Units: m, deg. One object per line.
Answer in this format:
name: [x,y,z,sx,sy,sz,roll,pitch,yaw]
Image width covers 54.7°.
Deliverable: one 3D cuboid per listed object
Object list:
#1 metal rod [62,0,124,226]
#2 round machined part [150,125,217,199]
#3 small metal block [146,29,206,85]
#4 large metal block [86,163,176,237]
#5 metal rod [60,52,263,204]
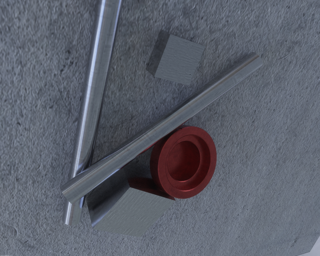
metal rod: [-0.082,-0.008,0.357,0.025,0.025,0.298,1,118,-30]
round machined part: [0.027,0.044,0.426,0.099,0.042,0.097,-5,100,-33]
small metal block: [0.018,-0.083,0.367,0.050,0.025,0.050,9,114,-33]
large metal block: [-0.040,0.099,0.424,0.080,0.050,0.080,26,112,-38]
metal rod: [0.011,-0.007,0.391,0.301,0.025,0.025,-36,130,-12]
